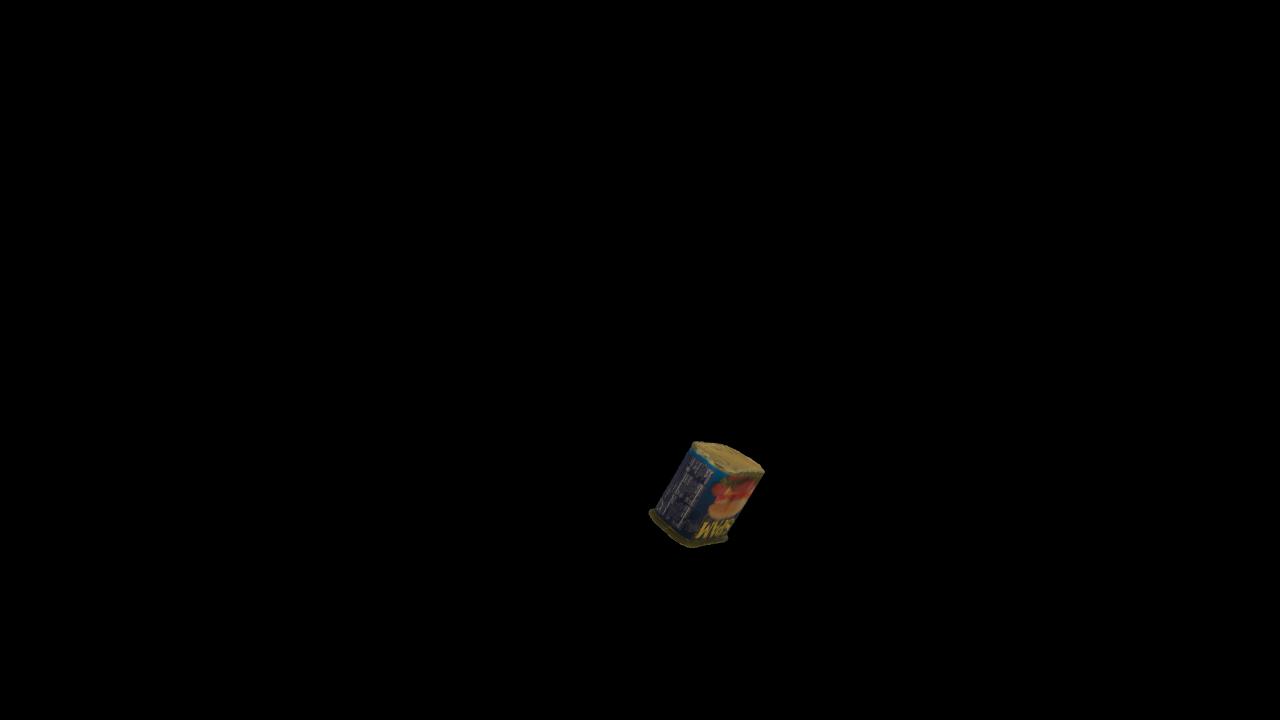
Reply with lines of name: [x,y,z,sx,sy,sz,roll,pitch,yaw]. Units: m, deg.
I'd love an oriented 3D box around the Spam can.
Spam can: [0.068,0.130,0.606,0.058,0.085,0.101,34,10,33]
